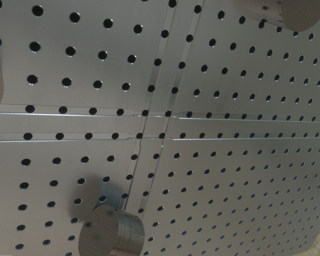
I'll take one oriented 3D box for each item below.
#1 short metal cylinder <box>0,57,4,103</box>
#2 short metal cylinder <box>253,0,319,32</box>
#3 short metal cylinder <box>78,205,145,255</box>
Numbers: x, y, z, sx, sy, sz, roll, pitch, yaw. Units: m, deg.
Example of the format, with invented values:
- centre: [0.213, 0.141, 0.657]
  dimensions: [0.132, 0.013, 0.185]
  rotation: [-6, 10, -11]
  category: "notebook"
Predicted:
- centre: [-0.181, -0.046, 0.268]
  dimensions: [0.081, 0.050, 0.079]
  rotation: [-14, 125, -21]
  category: "short metal cylinder"
- centre: [0.165, -0.166, 0.385]
  dimensions: [0.081, 0.050, 0.079]
  rotation: [-14, 124, -21]
  category: "short metal cylinder"
- centre: [-0.068, 0.154, 0.435]
  dimensions: [0.080, 0.080, 0.050]
  rotation: [-50, 129, 6]
  category: "short metal cylinder"
